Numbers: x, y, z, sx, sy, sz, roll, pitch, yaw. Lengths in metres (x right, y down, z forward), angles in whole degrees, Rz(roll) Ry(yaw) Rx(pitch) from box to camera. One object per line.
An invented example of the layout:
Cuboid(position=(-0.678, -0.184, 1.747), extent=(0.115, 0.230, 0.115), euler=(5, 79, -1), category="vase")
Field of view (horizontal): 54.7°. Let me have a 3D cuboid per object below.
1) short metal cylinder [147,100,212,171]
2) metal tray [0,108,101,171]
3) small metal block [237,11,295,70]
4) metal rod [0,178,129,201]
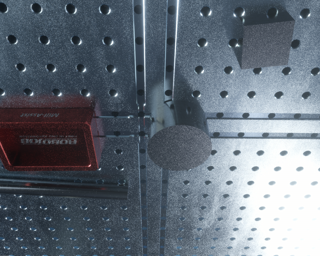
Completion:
Cuboid(position=(0.024, 0.011, 0.405), extent=(0.081, 0.050, 0.079), euler=(0, 130, 0), category="short metal cylinder")
Cuboid(position=(-0.152, 0.018, 0.421), extent=(0.131, 0.030, 0.089), euler=(0, 130, -1), category="metal tray")
Cuboid(position=(0.112, -0.094, 0.334), extent=(0.050, 0.025, 0.050), euler=(-5, 130, 4), category="small metal block")
Cuboid(position=(-0.202, 0.094, 0.488), extent=(0.302, 0.025, 0.025), euler=(4, 130, -4), category="metal rod")
